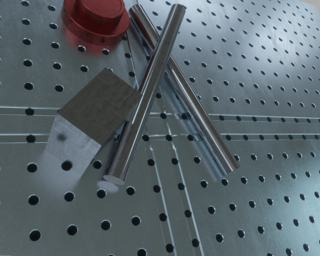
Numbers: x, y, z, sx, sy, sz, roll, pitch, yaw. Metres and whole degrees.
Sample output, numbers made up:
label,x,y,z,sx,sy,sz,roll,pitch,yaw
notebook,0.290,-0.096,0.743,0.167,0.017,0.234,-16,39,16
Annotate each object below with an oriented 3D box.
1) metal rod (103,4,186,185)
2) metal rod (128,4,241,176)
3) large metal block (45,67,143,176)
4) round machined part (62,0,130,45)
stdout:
label,x,y,z,sx,sy,sz,roll,pitch,yaw
metal rod,-0.011,-0.065,0.421,0.025,0.025,0.300,26,59,-13
metal rod,0.030,-0.066,0.466,0.025,0.025,0.299,-18,71,-35
large metal block,-0.073,-0.006,0.338,0.050,0.080,0.080,37,51,-4
round machined part,-0.090,-0.173,0.455,0.099,0.042,0.098,14,56,-21
